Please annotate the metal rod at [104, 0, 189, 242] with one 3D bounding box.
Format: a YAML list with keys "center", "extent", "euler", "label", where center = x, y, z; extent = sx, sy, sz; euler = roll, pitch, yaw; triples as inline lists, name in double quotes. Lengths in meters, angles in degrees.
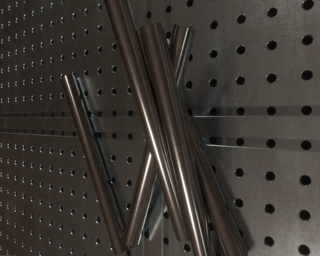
- center: [-0.009, -0.007, 0.348]
  extent: [0.025, 0.025, 0.298]
  euler: [-6, 106, 39]
  label: "metal rod"

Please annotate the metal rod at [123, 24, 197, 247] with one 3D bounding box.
- center: [-0.007, 0.025, 0.387]
  extent: [0.025, 0.025, 0.298]
  euler: [30, 117, 35]
  label: "metal rod"

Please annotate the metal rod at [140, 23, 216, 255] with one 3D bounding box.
- center: [0.025, 0.038, 0.342]
  extent: [0.025, 0.025, 0.298]
  euler: [-8, 99, 39]
  label: "metal rod"

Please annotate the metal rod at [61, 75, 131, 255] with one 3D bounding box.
- center: [-0.107, 0.047, 0.494]
  extent: [0.025, 0.025, 0.299]
  euler: [-34, 70, 35]
  label: "metal rod"

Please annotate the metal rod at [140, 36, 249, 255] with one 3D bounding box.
- center: [0.033, 0.008, 0.380]
  extent: [0.025, 0.025, 0.299]
  euler: [-33, 70, 35]
  label: "metal rod"
